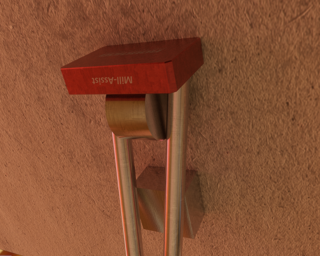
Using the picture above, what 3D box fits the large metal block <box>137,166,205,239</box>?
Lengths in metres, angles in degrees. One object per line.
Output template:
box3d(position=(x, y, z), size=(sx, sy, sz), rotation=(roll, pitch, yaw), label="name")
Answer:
box3d(position=(0.014, 0.105, 0.446), size=(0.080, 0.050, 0.079), rotation=(2, 119, 27), label="large metal block")

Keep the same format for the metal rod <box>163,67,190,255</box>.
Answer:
box3d(position=(0.019, 0.068, 0.379), size=(0.025, 0.025, 0.298), rotation=(8, 107, 23), label="metal rod")

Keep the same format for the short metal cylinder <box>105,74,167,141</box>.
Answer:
box3d(position=(-0.020, -0.026, 0.367), size=(0.050, 0.080, 0.079), rotation=(2, 119, 26), label="short metal cylinder")

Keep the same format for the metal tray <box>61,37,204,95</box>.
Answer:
box3d(position=(-0.028, -0.068, 0.338), size=(0.130, 0.090, 0.030), rotation=(2, 120, 26), label="metal tray")

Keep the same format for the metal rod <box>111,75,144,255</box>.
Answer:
box3d(position=(-0.045, 0.064, 0.411), size=(0.025, 0.025, 0.298), rotation=(2, 104, 27), label="metal rod")
